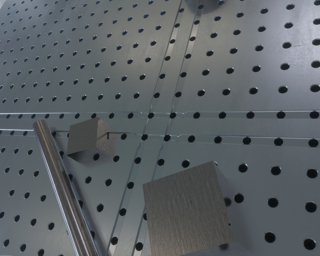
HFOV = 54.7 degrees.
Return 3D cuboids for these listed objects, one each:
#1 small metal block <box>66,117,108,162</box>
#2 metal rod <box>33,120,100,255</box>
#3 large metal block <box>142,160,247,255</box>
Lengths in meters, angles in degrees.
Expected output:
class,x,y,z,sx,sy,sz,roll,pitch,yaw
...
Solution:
class,x,y,z,sx,sy,sz,roll,pitch,yaw
small metal block,-0.106,0.017,0.454,0.050,0.025,0.050,-16,55,19
metal rod,-0.128,0.090,0.420,0.025,0.025,0.300,-39,51,2
large metal block,0.034,0.091,0.319,0.080,0.050,0.080,-21,54,15
